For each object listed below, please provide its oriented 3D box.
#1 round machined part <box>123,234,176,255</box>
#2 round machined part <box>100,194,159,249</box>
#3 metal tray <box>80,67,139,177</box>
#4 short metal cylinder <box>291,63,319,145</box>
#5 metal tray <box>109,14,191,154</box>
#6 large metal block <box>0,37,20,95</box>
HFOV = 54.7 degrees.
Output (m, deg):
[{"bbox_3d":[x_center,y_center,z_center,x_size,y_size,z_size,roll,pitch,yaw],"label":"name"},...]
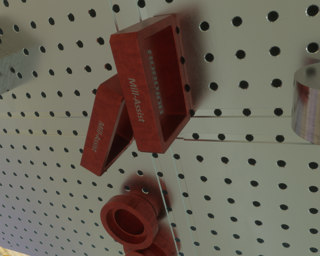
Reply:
[{"bbox_3d":[-0.024,0.232,0.557,0.098,0.042,0.097,13,124,21],"label":"round machined part"},{"bbox_3d":[-0.046,0.150,0.516,0.098,0.042,0.097,12,122,21],"label":"round machined part"},{"bbox_3d":[-0.052,-0.011,0.389,0.030,0.090,0.129,30,128,9],"label":"metal tray"},{"bbox_3d":[0.162,-0.023,0.276,0.080,0.080,0.050,5,121,25],"label":"short metal cylinder"},{"bbox_3d":[-0.004,-0.048,0.341,0.030,0.090,0.129,2,120,27],"label":"metal tray"},{"bbox_3d":[-0.272,-0.102,0.475,0.080,0.050,0.080,37,129,3],"label":"large metal block"}]
